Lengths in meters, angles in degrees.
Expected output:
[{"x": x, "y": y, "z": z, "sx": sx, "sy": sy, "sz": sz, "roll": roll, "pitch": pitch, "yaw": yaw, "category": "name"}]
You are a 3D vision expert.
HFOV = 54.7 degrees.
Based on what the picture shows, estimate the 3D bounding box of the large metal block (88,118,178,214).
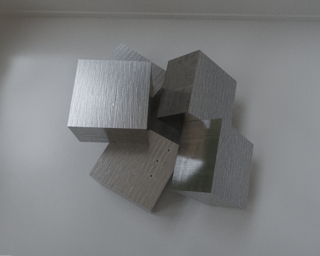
[{"x": -0.025, "y": 0.046, "z": 0.374, "sx": 0.080, "sy": 0.050, "sz": 0.080, "roll": 28, "pitch": 72, "yaw": 9, "category": "large metal block"}]

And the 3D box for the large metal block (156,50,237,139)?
[{"x": 0.048, "y": -0.036, "z": 0.386, "sx": 0.080, "sy": 0.050, "sz": 0.080, "roll": 28, "pitch": 64, "yaw": -38, "category": "large metal block"}]

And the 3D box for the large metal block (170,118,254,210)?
[{"x": 0.063, "y": 0.043, "z": 0.357, "sx": 0.050, "sy": 0.080, "sz": 0.080, "roll": -5, "pitch": 64, "yaw": 40, "category": "large metal block"}]

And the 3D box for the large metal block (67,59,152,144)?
[{"x": -0.051, "y": -0.028, "z": 0.350, "sx": 0.081, "sy": 0.050, "sz": 0.080, "roll": 2, "pitch": 69, "yaw": 1, "category": "large metal block"}]

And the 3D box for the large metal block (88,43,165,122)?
[{"x": -0.042, "y": -0.052, "z": 0.414, "sx": 0.080, "sy": 0.050, "sz": 0.080, "roll": 34, "pitch": 73, "yaw": 11, "category": "large metal block"}]
